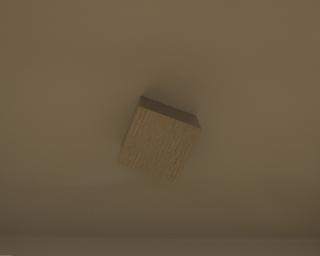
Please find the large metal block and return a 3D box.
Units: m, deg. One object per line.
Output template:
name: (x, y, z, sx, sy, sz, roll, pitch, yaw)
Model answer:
large metal block: (-0.002, 0.014, 0.403, 0.080, 0.050, 0.080, 20, 109, -7)
